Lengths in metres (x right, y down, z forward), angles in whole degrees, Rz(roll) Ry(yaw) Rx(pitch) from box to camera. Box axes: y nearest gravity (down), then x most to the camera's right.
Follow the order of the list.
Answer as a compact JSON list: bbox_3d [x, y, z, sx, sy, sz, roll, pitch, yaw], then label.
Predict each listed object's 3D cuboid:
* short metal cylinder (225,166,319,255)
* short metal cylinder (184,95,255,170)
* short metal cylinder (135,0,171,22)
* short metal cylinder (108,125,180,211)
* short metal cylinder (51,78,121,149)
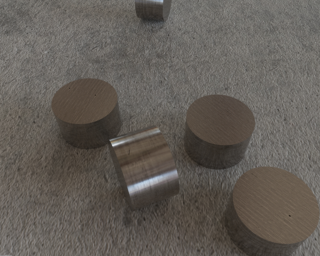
[{"bbox_3d":[0.110,0.086,0.315,0.080,0.050,0.080,0,50,0],"label":"short metal cylinder"},{"bbox_3d":[0.071,0.004,0.384,0.080,0.050,0.080,0,50,0],"label":"short metal cylinder"},{"bbox_3d":[-0.010,-0.240,0.569,0.050,0.080,0.080,11,51,9],"label":"short metal cylinder"},{"bbox_3d":[-0.019,0.042,0.332,0.050,0.080,0.080,-18,52,-14],"label":"short metal cylinder"},{"bbox_3d":[-0.093,-0.019,0.402,0.080,0.050,0.080,0,50,0],"label":"short metal cylinder"}]
